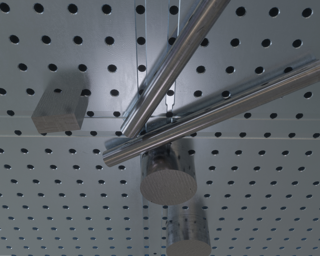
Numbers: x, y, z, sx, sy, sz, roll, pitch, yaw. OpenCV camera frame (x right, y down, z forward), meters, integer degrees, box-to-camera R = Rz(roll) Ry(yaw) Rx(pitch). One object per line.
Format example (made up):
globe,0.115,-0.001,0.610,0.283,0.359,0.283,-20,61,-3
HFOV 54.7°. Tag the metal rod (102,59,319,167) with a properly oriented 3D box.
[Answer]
metal rod,0.055,-0.011,0.402,0.300,0.025,0.025,-23,127,18

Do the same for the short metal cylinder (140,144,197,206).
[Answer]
short metal cylinder,0.012,0.069,0.454,0.081,0.050,0.079,0,130,0

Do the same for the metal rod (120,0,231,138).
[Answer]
metal rod,0.032,-0.095,0.331,0.025,0.025,0.298,23,126,-19

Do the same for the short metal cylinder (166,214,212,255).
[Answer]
short metal cylinder,0.051,0.203,0.569,0.081,0.050,0.079,0,131,0

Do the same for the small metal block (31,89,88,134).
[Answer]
small metal block,-0.120,-0.021,0.376,0.050,0.050,0.025,-5,130,4
